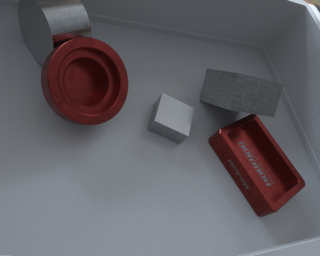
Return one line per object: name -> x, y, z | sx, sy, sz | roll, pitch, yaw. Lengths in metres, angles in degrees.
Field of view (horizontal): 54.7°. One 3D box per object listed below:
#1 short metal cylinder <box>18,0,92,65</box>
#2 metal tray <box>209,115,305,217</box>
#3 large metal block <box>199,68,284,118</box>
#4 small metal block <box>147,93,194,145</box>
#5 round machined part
short metal cylinder -> -0.128, -0.121, 0.376 | 0.050, 0.080, 0.080 | -28, 78, -38
metal tray -> 0.141, 0.049, 0.450 | 0.091, 0.030, 0.130 | -23, 74, -36
large metal block -> 0.118, -0.053, 0.461 | 0.081, 0.080, 0.050 | 7, 101, -25
small metal block -> 0.015, -0.013, 0.423 | 0.050, 0.025, 0.050 | 25, 53, -14
round machined part -> -0.090, -0.053, 0.361 | 0.099, 0.042, 0.097 | -2, 92, -40
